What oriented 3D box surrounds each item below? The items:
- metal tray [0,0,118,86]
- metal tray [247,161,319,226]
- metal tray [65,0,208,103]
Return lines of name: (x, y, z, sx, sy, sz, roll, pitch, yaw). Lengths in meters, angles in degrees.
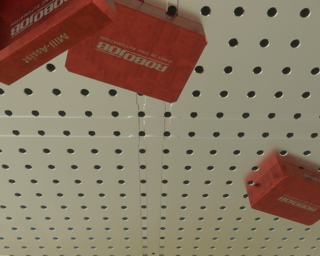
metal tray: (-0.108, -0.106, 0.275, 0.130, 0.090, 0.030, -24, 157, 19)
metal tray: (0.223, 0.111, 0.506, 0.131, 0.030, 0.089, 20, 127, -17)
metal tray: (-0.027, -0.086, 0.335, 0.131, 0.030, 0.089, 16, 128, -14)
